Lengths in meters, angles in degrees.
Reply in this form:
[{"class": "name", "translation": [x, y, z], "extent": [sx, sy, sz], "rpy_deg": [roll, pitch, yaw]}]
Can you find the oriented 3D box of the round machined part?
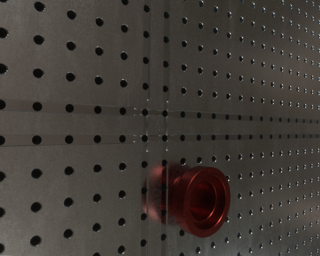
[{"class": "round machined part", "translation": [0.055, 0.103, 0.447], "extent": [0.099, 0.042, 0.097], "rpy_deg": [0, 90, -40]}]
